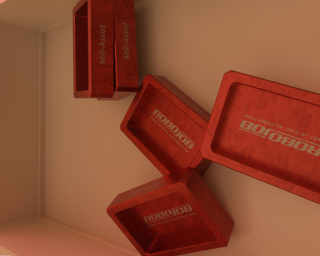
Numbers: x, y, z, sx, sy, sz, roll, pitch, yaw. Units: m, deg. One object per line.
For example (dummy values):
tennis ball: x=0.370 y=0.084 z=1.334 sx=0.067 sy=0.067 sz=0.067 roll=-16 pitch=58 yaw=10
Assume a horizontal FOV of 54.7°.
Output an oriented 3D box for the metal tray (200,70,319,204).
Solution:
metal tray: x=0.113 y=0.006 z=0.289 sx=0.130 sy=0.030 sz=0.089 roll=21 pitch=104 yaw=22

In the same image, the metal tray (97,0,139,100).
metal tray: x=-0.065 y=-0.108 z=0.434 sx=0.090 sy=0.030 sz=0.129 roll=-8 pitch=84 yaw=62

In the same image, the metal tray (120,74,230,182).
metal tray: x=0.013 y=0.002 z=0.391 sx=0.130 sy=0.030 sz=0.089 roll=44 pitch=116 yaw=31

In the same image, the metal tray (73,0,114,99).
metal tray: x=-0.092 y=-0.105 z=0.419 sx=0.090 sy=0.030 sz=0.129 roll=8 pitch=99 yaw=61

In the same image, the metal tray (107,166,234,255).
metal tray: x=0.008 y=0.106 z=0.368 sx=0.130 sy=0.030 sz=0.090 roll=-28 pitch=103 yaw=36
